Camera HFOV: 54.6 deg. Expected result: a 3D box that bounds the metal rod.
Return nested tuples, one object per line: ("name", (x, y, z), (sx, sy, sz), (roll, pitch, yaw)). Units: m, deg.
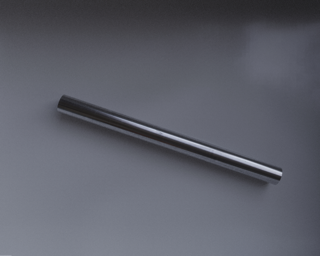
("metal rod", (0.013, 0.016, 0.410), (0.301, 0.025, 0.025), (19, 90, 0))
